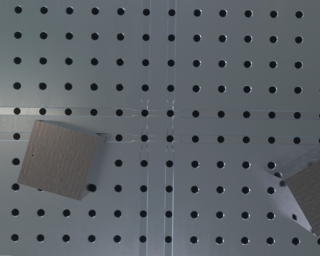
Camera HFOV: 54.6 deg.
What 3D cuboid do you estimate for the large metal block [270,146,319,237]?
[{"bbox_3d":[0.206,0.078,0.402,0.080,0.050,0.080,-30,90,0],"label":"large metal block"}]

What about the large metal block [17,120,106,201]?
[{"bbox_3d":[-0.124,0.039,0.400,0.080,0.050,0.080,16,90,0],"label":"large metal block"}]
